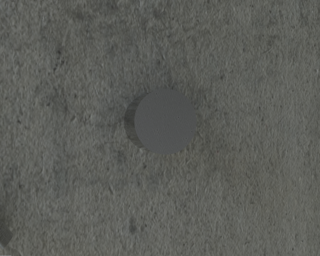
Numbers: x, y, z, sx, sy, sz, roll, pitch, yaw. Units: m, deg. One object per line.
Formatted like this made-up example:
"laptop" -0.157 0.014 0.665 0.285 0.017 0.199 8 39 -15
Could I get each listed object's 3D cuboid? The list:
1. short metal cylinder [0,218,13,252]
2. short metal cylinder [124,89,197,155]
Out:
"short metal cylinder" -0.198 0.114 0.307 0.080 0.080 0.050 -35 102 -17
"short metal cylinder" -0.001 -0.008 0.397 0.081 0.050 0.079 0 90 -21
